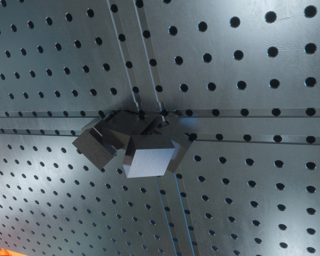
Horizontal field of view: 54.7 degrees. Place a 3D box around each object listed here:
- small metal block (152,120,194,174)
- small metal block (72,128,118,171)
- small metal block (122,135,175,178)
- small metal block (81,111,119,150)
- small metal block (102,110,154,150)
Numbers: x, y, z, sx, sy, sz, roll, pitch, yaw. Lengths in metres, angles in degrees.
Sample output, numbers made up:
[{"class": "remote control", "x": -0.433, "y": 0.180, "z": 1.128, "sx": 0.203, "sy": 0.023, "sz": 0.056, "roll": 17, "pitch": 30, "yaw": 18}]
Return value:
[{"class": "small metal block", "x": 0.011, "y": 0.026, "z": 0.421, "sx": 0.050, "sy": 0.025, "sz": 0.050, "roll": 31, "pitch": 128, "yaw": 7}, {"class": "small metal block", "x": -0.086, "y": 0.027, "z": 0.419, "sx": 0.025, "sy": 0.050, "sz": 0.050, "roll": -45, "pitch": 94, "yaw": 1}, {"class": "small metal block", "x": -0.015, "y": 0.035, "z": 0.389, "sx": 0.050, "sy": 0.025, "sz": 0.050, "roll": 0, "pitch": 131, "yaw": -25}, {"class": "small metal block", "x": -0.080, "y": 0.009, "z": 0.457, "sx": 0.050, "sy": 0.025, "sz": 0.050, "roll": -21, "pitch": 108, "yaw": 35}, {"class": "small metal block", "x": -0.043, "y": 0.004, "z": 0.418, "sx": 0.050, "sy": 0.050, "sz": 0.025, "roll": 17, "pitch": 125, "yaw": 18}]
